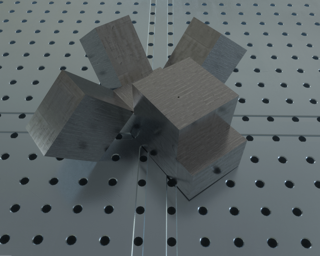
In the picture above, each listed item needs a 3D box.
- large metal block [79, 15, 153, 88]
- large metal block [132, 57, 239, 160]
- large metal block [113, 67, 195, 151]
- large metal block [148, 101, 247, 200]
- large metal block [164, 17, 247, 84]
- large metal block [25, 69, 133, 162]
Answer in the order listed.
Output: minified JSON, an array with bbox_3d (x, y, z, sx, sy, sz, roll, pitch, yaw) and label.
[{"bbox_3d":[-0.064,-0.103,0.438,0.050,0.080,0.080,-31,17,-23],"label":"large metal block"},{"bbox_3d":[0.026,-0.025,0.346,0.080,0.050,0.080,-29,57,-24],"label":"large metal block"},{"bbox_3d":[-0.007,-0.026,0.414,0.080,0.050,0.080,-31,57,-23],"label":"large metal block"},{"bbox_3d":[0.042,0.024,0.371,0.080,0.050,0.080,-29,55,-23],"label":"large metal block"},{"bbox_3d":[0.063,-0.095,0.432,0.050,0.080,0.080,44,23,31],"label":"large metal block"},{"bbox_3d":[-0.091,-0.010,0.360,0.050,0.080,0.080,44,104,31],"label":"large metal block"}]
